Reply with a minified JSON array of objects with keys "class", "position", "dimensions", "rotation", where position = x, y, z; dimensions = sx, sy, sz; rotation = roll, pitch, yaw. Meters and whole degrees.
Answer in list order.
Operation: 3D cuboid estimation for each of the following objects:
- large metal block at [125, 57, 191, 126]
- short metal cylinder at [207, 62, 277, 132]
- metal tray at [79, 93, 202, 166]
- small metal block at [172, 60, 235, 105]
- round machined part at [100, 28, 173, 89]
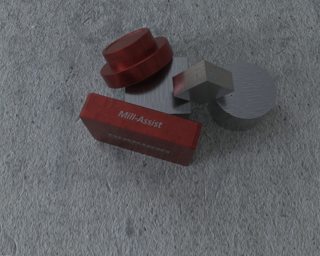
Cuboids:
[{"class":"large metal block","position":[-0.004,-0.046,0.414],"dimensions":[0.081,0.050,0.080],"rotation":[-1,70,-1]},{"class":"short metal cylinder","position":[0.106,-0.040,0.412],"dimensions":[0.081,0.050,0.080],"rotation":[0,70,0]},{"class":"metal tray","position":[-0.021,0.005,0.372],"dimensions":[0.131,0.090,0.030],"rotation":[16,71,5]},{"class":"small metal block","position":[0.051,-0.052,0.367],"dimensions":[0.050,0.050,0.025],"rotation":[11,67,-41]},{"class":"round machined part","position":[-0.036,-0.096,0.405],"dimensions":[0.098,0.098,0.042],"rotation":[-35,118,-12]}]
